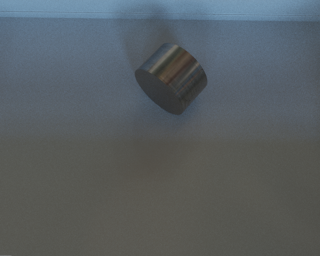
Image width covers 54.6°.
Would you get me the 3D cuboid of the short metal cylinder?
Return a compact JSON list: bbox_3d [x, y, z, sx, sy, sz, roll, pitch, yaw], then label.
[{"bbox_3d":[0.014,-0.063,0.404,0.080,0.080,0.050,38,75,13],"label":"short metal cylinder"}]
